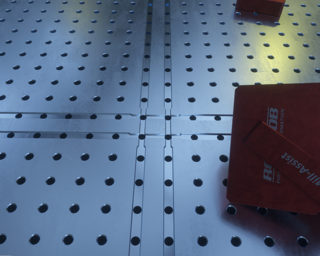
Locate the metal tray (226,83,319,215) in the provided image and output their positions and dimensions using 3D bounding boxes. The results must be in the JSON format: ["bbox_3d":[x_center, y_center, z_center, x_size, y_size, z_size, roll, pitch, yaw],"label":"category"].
[{"bbox_3d":[0.124,0.019,0.330,0.090,0.030,0.129,2,80,28],"label":"metal tray"}]

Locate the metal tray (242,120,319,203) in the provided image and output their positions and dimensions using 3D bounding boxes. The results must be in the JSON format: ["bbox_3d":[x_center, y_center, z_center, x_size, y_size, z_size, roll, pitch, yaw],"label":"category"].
[{"bbox_3d":[0.157,0.048,0.328,0.130,0.090,0.030,42,101,29],"label":"metal tray"}]

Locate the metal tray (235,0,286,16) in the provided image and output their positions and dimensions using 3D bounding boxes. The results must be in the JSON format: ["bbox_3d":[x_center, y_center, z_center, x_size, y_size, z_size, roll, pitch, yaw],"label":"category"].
[{"bbox_3d":[0.217,-0.286,0.647,0.090,0.030,0.130,16,52,12],"label":"metal tray"}]
